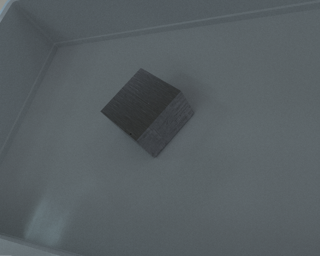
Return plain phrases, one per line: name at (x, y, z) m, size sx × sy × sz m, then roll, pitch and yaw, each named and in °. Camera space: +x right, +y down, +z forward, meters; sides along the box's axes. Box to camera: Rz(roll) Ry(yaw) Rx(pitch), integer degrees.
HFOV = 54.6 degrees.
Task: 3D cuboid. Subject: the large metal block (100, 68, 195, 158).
large metal block at (-0.017, -0.021, 0.408) m, size 0.080 × 0.050 × 0.080 m, roll -48°, pitch 52°, yaw -7°
